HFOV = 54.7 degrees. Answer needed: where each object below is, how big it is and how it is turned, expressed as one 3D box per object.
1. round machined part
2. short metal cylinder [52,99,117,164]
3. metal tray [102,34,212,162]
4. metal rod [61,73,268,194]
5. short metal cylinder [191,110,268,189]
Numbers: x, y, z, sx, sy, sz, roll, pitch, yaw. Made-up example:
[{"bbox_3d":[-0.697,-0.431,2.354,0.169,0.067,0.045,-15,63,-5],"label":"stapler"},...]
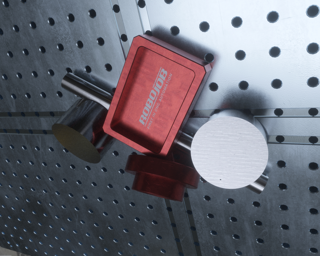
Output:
[{"bbox_3d":[0.001,0.069,0.407,0.098,0.042,0.098,13,166,4],"label":"round machined part"},{"bbox_3d":[-0.103,0.005,0.437,0.080,0.050,0.080,23,146,17],"label":"short metal cylinder"},{"bbox_3d":[-0.007,-0.034,0.372,0.090,0.030,0.129,28,115,10],"label":"metal tray"},{"bbox_3d":[-0.001,0.002,0.413,0.301,0.025,0.025,28,128,10],"label":"metal rod"},{"bbox_3d":[0.080,0.022,0.351,0.080,0.050,0.079,4,102,16],"label":"short metal cylinder"}]
